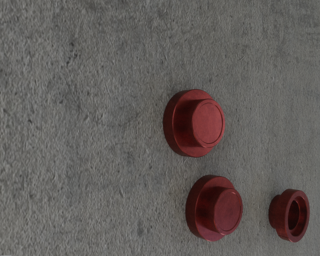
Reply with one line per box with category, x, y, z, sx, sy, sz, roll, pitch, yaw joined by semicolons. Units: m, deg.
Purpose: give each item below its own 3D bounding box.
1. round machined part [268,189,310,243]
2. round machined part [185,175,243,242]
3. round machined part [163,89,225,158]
round machined part;0.247;0.167;0.601;0.099;0.042;0.097;0;90;-40
round machined part;0.088;0.122;0.467;0.099;0.042;0.097;0;90;-40
round machined part;0.055;-0.006;0.439;0.099;0.042;0.097;0;90;-40
